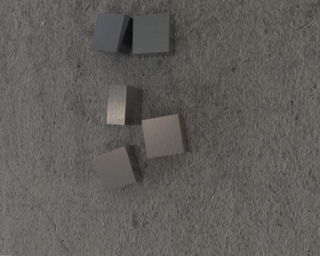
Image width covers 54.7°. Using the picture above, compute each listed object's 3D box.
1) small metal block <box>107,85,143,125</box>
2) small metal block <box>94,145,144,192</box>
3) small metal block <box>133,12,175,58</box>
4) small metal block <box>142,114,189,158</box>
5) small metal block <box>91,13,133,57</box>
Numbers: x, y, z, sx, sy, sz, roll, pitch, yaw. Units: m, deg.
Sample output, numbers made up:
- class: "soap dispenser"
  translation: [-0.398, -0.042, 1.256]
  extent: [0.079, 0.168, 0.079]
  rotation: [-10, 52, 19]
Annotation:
- class: "small metal block"
  translation: [-0.046, -0.029, 0.412]
  extent: [0.025, 0.050, 0.050]
  rotation: [4, 91, 20]
- class: "small metal block"
  translation: [-0.057, 0.056, 0.429]
  extent: [0.050, 0.025, 0.050]
  rotation: [-20, 83, 18]
- class: "small metal block"
  translation: [-0.008, -0.122, 0.412]
  extent: [0.050, 0.025, 0.050]
  rotation: [1, 90, 19]
- class: "small metal block"
  translation: [0.007, 0.011, 0.406]
  extent: [0.050, 0.025, 0.050]
  rotation: [-10, 87, 19]
- class: "small metal block"
  translation: [-0.064, -0.128, 0.425]
  extent: [0.050, 0.025, 0.050]
  rotation: [17, 96, 34]
